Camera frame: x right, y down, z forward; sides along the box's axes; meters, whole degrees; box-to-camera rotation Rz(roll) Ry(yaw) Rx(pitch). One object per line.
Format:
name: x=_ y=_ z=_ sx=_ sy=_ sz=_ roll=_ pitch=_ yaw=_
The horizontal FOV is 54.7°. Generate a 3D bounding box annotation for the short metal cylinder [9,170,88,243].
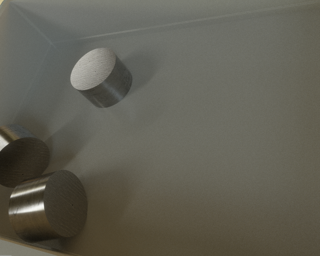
short metal cylinder: x=-0.134 y=0.096 z=0.380 sx=0.050 sy=0.080 sz=0.080 roll=-16 pitch=55 yaw=19

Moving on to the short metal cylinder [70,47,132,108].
short metal cylinder: x=-0.091 y=-0.078 z=0.483 sx=0.080 sy=0.050 sz=0.080 roll=-13 pitch=56 yaw=20

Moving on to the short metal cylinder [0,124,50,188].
short metal cylinder: x=-0.212 y=0.040 z=0.454 sx=0.050 sy=0.080 sz=0.080 roll=28 pitch=77 yaw=37
